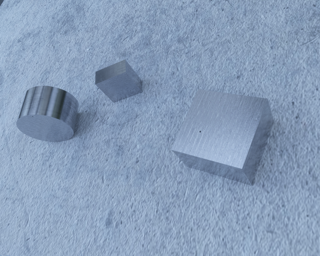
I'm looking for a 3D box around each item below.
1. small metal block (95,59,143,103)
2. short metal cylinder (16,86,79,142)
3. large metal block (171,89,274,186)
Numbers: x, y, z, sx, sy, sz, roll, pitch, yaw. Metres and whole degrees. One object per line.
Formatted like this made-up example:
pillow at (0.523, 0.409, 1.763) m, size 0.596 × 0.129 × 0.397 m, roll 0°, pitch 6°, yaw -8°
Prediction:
small metal block at (-0.061, -0.069, 0.462) m, size 0.050 × 0.050 × 0.025 m, roll -19°, pitch 55°, yaw 17°
short metal cylinder at (-0.168, -0.019, 0.469) m, size 0.080 × 0.080 × 0.050 m, roll -12°, pitch 57°, yaw 22°
large metal block at (0.071, 0.008, 0.345) m, size 0.080 × 0.050 × 0.080 m, roll 13°, pitch 68°, yaw 33°
